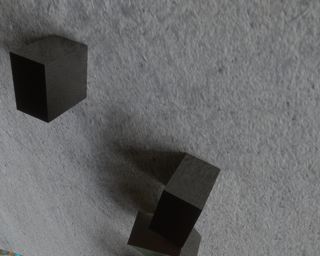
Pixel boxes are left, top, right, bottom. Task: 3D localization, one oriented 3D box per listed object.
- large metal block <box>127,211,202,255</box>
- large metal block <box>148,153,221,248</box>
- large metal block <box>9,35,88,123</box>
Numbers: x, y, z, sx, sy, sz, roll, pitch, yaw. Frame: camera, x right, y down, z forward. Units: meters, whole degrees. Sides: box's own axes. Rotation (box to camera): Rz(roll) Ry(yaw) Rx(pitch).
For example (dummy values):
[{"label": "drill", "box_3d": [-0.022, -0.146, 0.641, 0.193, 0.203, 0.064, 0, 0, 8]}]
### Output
[{"label": "large metal block", "box_3d": [0.010, 0.170, 0.469, 0.080, 0.050, 0.080, 4, 149, 26]}, {"label": "large metal block", "box_3d": [0.033, 0.094, 0.411, 0.050, 0.080, 0.079, 26, 127, 11]}, {"label": "large metal block", "box_3d": [-0.140, -0.066, 0.402, 0.050, 0.080, 0.079, 22, 127, 15]}]
